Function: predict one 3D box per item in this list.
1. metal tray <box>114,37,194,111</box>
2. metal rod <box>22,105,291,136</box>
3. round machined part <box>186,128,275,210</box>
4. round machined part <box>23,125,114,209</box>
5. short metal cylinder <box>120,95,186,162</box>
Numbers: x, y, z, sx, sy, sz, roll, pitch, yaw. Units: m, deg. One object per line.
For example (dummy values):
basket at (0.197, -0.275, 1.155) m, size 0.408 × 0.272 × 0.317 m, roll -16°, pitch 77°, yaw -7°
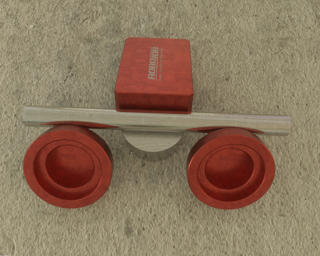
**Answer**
metal tray at (-0.005, -0.073, 0.405) m, size 0.091 × 0.030 × 0.130 m, roll 2°, pitch 44°, yaw 0°
metal rod at (-0.004, -0.008, 0.360) m, size 0.302 × 0.025 × 0.025 m, roll 2°, pitch 70°, yaw 0°
round machined part at (0.080, 0.044, 0.367) m, size 0.099 × 0.042 × 0.097 m, roll 0°, pitch 113°, yaw 0°
round machined part at (-0.104, 0.042, 0.367) m, size 0.099 × 0.042 × 0.097 m, roll 0°, pitch 108°, yaw -1°
short metal cylinder at (-0.008, -0.001, 0.397) m, size 0.081 × 0.050 × 0.080 m, roll 0°, pitch 70°, yaw 0°
